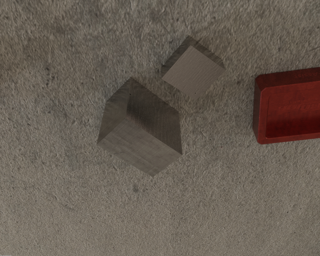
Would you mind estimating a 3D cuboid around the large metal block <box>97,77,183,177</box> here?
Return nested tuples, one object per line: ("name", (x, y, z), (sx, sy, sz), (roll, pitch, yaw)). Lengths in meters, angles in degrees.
("large metal block", (-0.022, -0.001, 0.370), (0.080, 0.080, 0.050), (34, 122, -26))

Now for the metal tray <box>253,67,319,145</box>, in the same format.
("metal tray", (0.185, -0.028, 0.382), (0.131, 0.030, 0.089), (-7, 130, 5))

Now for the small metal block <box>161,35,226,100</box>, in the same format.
("small metal block", (0.037, -0.067, 0.351), (0.050, 0.025, 0.050), (29, 124, -23))
